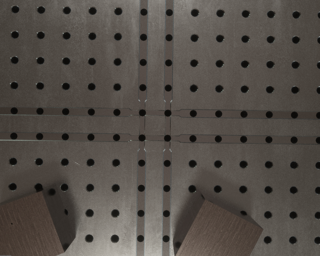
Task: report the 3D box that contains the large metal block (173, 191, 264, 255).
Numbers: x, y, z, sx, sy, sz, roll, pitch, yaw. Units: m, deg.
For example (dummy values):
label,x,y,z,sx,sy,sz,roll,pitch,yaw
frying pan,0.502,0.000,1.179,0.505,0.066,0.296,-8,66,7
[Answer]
label,x,y,z,sx,sy,sz,roll,pitch,yaw
large metal block,0.072,0.140,0.402,0.080,0.050,0.080,28,90,-1

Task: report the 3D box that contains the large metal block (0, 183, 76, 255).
label,x,y,z,sx,sy,sz,roll,pitch,yaw
large metal block,-0.167,0.127,0.399,0.080,0.050,0.080,-20,90,-1
